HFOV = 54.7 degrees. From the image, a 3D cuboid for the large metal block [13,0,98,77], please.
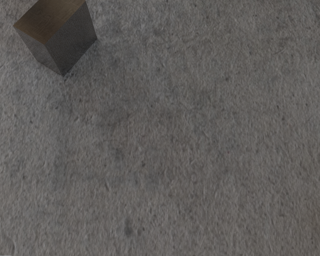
[{"bbox_3d":[-0.138,-0.131,0.425,0.050,0.080,0.080,32,73,10],"label":"large metal block"}]
